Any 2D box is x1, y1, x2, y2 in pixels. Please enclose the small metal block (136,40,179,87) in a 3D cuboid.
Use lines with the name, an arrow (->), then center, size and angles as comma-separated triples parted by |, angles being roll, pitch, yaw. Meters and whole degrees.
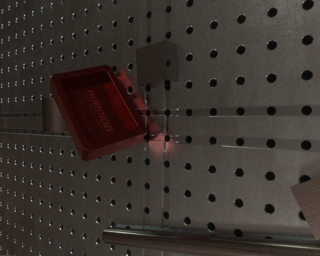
small metal block -> -0.004, -0.083, 0.411 | 0.050, 0.025, 0.050 | -5, 87, 39

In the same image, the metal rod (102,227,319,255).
metal rod -> 0.037, 0.141, 0.377 | 0.300, 0.025, 0.025 | -11, 83, 39

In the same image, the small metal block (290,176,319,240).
small metal block -> 0.156, 0.067, 0.280 | 0.050, 0.025, 0.050 | -33, 70, 34

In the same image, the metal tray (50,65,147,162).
metal tray -> -0.088, -0.026, 0.434 | 0.130, 0.091, 0.030 | 59, 149, 23

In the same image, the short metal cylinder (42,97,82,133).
short metal cylinder -> -0.143, -0.019, 0.489 | 0.080, 0.081, 0.050 | -4, 88, 39
